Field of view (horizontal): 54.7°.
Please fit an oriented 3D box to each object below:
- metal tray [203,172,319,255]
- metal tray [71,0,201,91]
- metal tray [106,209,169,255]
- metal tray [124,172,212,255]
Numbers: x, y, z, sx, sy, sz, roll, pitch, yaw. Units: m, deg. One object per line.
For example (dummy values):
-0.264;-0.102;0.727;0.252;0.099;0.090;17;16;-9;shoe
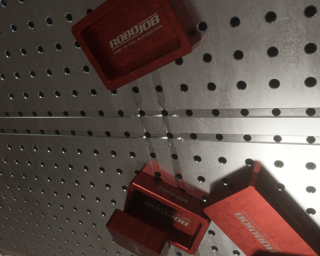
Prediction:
0.134;0.130;0.417;0.130;0.030;0.090;46;129;-5;metal tray
-0.031;-0.106;0.356;0.130;0.030;0.090;-19;109;35;metal tray
-0.033;0.182;0.503;0.090;0.030;0.129;23;151;15;metal tray
0.010;0.133;0.483;0.130;0.030;0.089;24;127;13;metal tray
